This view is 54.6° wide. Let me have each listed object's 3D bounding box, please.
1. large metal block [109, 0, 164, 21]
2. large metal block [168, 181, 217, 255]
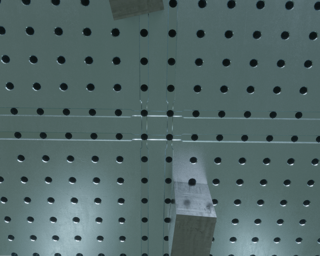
[{"bbox_3d":[-0.029,-0.160,0.325,0.050,0.080,0.080,-11,110,4],"label":"large metal block"},{"bbox_3d":[0.041,0.131,0.433,0.050,0.080,0.079,5,110,-2],"label":"large metal block"}]
